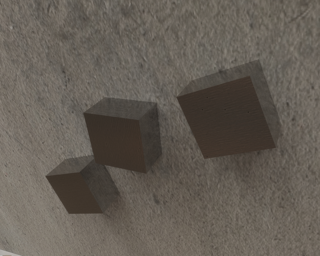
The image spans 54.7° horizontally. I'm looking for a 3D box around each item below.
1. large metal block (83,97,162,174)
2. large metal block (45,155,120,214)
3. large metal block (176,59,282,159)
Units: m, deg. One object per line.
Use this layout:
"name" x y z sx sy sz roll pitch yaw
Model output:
"large metal block" -0.047 0.008 0.419 0.080 0.050 0.079 8 122 23
"large metal block" -0.127 0.094 0.514 0.080 0.050 0.080 -11 113 32
"large metal block" 0.077 -0.018 0.338 0.080 0.050 0.080 -14 112 33
